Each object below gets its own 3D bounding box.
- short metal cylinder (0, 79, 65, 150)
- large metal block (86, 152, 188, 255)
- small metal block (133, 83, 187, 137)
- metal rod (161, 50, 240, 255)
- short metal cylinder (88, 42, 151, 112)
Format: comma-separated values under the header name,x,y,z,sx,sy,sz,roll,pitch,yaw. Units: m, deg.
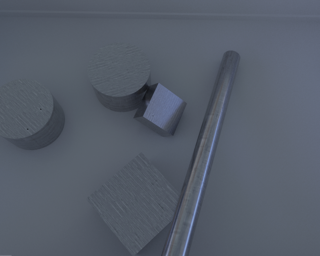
name,x,y,z,sx,sy,sz,roll,pitch,yaw
short metal cylinder,-0.171,-0.016,0.400,0.081,0.050,0.080,0,70,0
large metal block,-0.025,0.089,0.364,0.080,0.050,0.080,-40,75,-14
small metal block,0.001,-0.023,0.405,0.050,0.025,0.050,33,69,-26
metal rod,0.057,0.015,0.370,0.025,0.025,0.300,18,58,6
short metal cylinder,-0.053,-0.068,0.421,0.081,0.050,0.080,0,70,0
